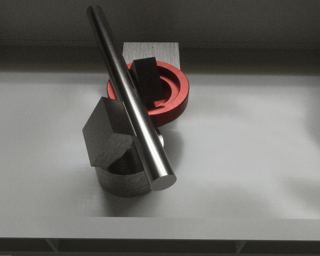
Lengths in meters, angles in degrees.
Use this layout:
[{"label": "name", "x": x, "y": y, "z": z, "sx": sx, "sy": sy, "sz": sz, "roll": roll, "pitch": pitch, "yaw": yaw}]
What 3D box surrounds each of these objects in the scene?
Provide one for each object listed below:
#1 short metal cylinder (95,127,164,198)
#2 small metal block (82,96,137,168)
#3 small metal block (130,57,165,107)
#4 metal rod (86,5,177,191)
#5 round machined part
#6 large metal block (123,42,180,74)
[{"label": "short metal cylinder", "x": -0.036, "y": 0.033, "z": 0.359, "sx": 0.081, "sy": 0.050, "sz": 0.080, "roll": 0, "pitch": 50, "yaw": 0}, {"label": "small metal block", "x": -0.053, "y": 0.005, "z": 0.314, "sx": 0.025, "sy": 0.050, "sz": 0.050, "roll": 11, "pitch": 40, "yaw": -37}, {"label": "small metal block", "x": -0.017, "y": -0.050, "z": 0.367, "sx": 0.025, "sy": 0.050, "sz": 0.050, "roll": -12, "pitch": 86, "yaw": -15}, {"label": "metal rod", "x": -0.046, "y": -0.060, "z": 0.363, "sx": 0.025, "sy": 0.025, "sz": 0.299, "roll": -15, "pitch": 52, "yaw": -12}, {"label": "round machined part", "x": -0.014, "y": -0.038, "z": 0.386, "sx": 0.099, "sy": 0.042, "sz": 0.098, "roll": 0, "pitch": 50, "yaw": 0}, {"label": "large metal block", "x": -0.013, "y": -0.081, "z": 0.453, "sx": 0.081, "sy": 0.050, "sz": 0.080, "roll": 0, "pitch": 50, "yaw": -1}]
